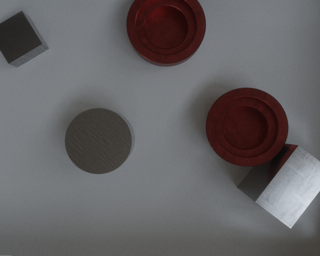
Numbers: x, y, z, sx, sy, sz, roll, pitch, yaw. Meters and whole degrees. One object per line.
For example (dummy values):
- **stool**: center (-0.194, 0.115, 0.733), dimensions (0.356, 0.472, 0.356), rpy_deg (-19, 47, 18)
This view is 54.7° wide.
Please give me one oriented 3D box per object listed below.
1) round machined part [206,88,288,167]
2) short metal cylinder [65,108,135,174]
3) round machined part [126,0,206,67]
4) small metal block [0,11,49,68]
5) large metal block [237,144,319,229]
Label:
- **round machined part**: center (0.109, 0.000, 0.399), dimensions (0.099, 0.042, 0.097), rpy_deg (-1, 83, 7)
- **short metal cylinder**: center (-0.074, 0.016, 0.398), dimensions (0.081, 0.050, 0.079), rpy_deg (0, 90, -1)
- **round machined part**: center (0.008, -0.128, 0.403), dimensions (0.099, 0.042, 0.097), rpy_deg (0, 90, -1)
- **small metal block**: center (-0.185, -0.116, 0.409), dimensions (0.050, 0.025, 0.050), rpy_deg (-31, 90, -1)
- **large metal block**: center (0.150, 0.066, 0.386), dimensions (0.050, 0.080, 0.080), rpy_deg (37, 90, -1)
